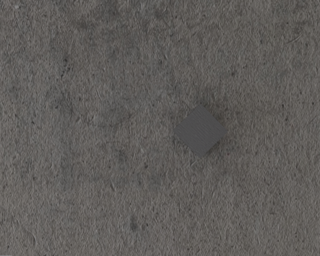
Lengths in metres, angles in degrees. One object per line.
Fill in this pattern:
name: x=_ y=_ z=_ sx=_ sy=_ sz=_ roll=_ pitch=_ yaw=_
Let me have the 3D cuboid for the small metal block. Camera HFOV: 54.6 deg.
small metal block: x=0.052 y=0.004 z=0.410 sx=0.050 sy=0.025 sz=0.050 roll=-44 pitch=90 yaw=0
